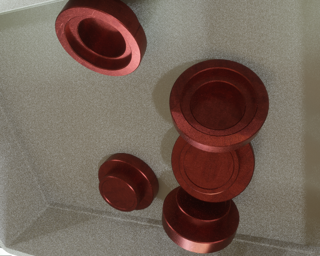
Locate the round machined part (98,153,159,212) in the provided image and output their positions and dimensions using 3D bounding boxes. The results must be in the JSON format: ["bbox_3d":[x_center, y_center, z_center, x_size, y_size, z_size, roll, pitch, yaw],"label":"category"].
[{"bbox_3d":[-0.055,0.091,0.481,0.098,0.042,0.097,13,124,20],"label":"round machined part"}]

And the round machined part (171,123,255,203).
[{"bbox_3d":[0.060,0.040,0.364,0.098,0.042,0.097,1,92,18],"label":"round machined part"}]

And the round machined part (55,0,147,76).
[{"bbox_3d":[-0.061,-0.107,0.346,0.098,0.042,0.098,14,150,8],"label":"round machined part"}]

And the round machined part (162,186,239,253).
[{"bbox_3d":[0.053,0.105,0.397,0.098,0.098,0.042,17,127,18],"label":"round machined part"}]

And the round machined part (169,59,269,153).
[{"bbox_3d":[0.061,-0.020,0.329,0.098,0.098,0.042,23,163,14],"label":"round machined part"}]
